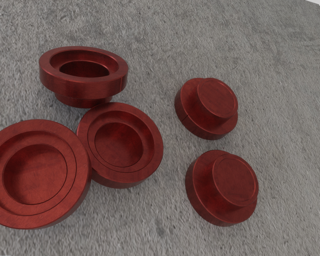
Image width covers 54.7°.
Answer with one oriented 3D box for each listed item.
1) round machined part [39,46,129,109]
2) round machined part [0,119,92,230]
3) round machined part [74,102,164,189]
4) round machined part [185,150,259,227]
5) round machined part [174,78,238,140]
[{"bbox_3d":[-0.088,-0.058,0.364,0.099,0.042,0.098,8,34,-5],"label":"round machined part"},{"bbox_3d":[-0.114,0.044,0.290,0.099,0.042,0.098,2,70,-4],"label":"round machined part"},{"bbox_3d":[-0.049,0.022,0.353,0.099,0.042,0.098,14,56,-21],"label":"round machined part"},{"bbox_3d":[0.085,0.072,0.395,0.099,0.042,0.098,14,56,-21],"label":"round machined part"},{"bbox_3d":[0.074,-0.035,0.454,0.099,0.042,0.098,14,56,-21],"label":"round machined part"}]
